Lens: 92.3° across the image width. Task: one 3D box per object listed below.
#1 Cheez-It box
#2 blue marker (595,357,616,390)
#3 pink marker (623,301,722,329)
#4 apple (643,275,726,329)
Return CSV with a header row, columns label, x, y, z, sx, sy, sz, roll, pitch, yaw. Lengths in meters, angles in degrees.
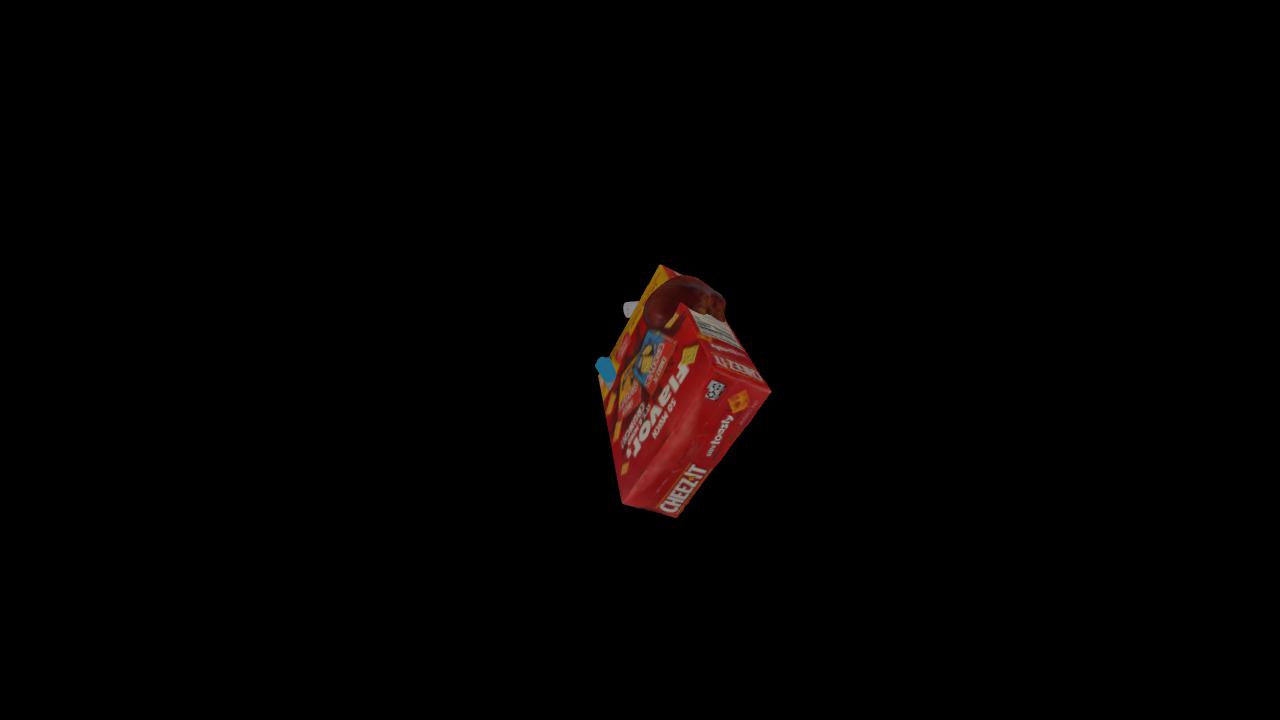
label,x,y,z,sx,sy,sz,roll,pitch,yaw
Cheez-It box,0.030,0.023,0.637,0.071,0.166,0.223,21,25,-22
blue marker,-0.022,0.043,0.705,0.020,0.121,0.020,-16,37,12
pink marker,0.038,-0.067,0.747,0.121,0.020,0.020,-9,4,-24
apple,0.046,-0.050,0.645,0.079,0.079,0.093,0,8,-31
